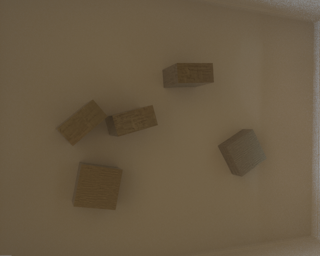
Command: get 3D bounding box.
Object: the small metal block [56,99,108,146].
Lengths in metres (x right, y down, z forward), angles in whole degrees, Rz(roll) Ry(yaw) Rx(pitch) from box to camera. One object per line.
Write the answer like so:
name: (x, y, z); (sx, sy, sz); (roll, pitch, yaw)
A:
small metal block: (-0.093, -0.006, 0.363); (0.050, 0.050, 0.025); (-43, 104, -15)

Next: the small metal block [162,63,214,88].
small metal block: (0.036, -0.069, 0.412); (0.050, 0.050, 0.025); (-4, 92, -20)

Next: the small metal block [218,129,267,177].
small metal block: (0.122, 0.036, 0.457); (0.050, 0.025, 0.050); (-31, 101, -18)

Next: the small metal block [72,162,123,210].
small metal block: (-0.078, 0.071, 0.383); (0.050, 0.025, 0.050); (11, 86, -20)

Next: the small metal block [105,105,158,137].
small metal block: (-0.037, -0.009, 0.384); (0.050, 0.050, 0.025); (-16, 96, -20)
